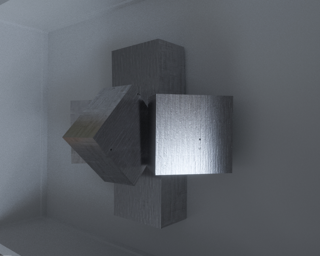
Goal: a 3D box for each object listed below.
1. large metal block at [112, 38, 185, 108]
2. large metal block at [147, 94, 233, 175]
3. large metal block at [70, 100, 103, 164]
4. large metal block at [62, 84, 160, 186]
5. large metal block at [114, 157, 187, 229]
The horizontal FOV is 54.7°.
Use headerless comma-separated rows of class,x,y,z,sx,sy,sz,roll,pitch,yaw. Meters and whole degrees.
large metal block,-0.016,-0.062,0.398,0.080,0.050,0.080,-2,89,40
large metal block,0.031,0.006,0.335,0.050,0.081,0.079,-174,84,-78
large metal block,-0.085,0.005,0.430,0.050,0.080,0.080,-1,90,4
large metal block,-0.049,0.008,0.358,0.050,0.080,0.080,-1,46,39
large metal block,-0.013,0.075,0.400,0.080,0.050,0.080,1,91,40
